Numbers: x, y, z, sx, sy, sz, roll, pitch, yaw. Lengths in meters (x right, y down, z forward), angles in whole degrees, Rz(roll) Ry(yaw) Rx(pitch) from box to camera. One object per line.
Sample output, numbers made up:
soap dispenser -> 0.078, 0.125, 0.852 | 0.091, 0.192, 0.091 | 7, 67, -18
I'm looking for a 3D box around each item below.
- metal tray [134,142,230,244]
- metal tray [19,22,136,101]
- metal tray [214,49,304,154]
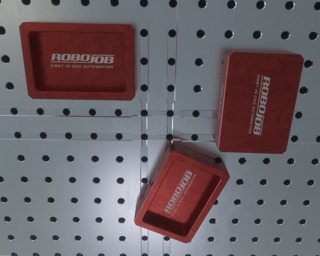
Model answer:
metal tray -> 0.029, 0.096, 0.445 | 0.090, 0.030, 0.129 | 23, 108, -9
metal tray -> -0.096, -0.081, 0.379 | 0.131, 0.030, 0.089 | 1, 110, -1
metal tray -> 0.123, -0.032, 0.400 | 0.090, 0.030, 0.129 | 2, 110, -1
